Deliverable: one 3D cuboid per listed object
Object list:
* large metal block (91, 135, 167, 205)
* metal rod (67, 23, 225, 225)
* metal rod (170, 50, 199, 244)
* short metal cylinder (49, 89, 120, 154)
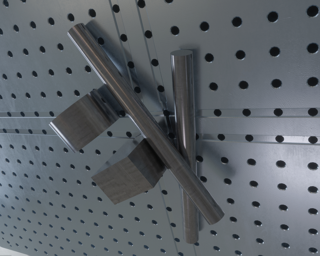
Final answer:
[{"bbox_3d":[-0.033,0.050,0.424,0.080,0.080,0.050,-31,101,38],"label":"large metal block"},{"bbox_3d":[-0.017,-0.004,0.394,0.025,0.025,0.299,-36,92,38],"label":"metal rod"},{"bbox_3d":[0.037,0.045,0.419,0.025,0.025,0.298,9,122,24],"label":"metal rod"},{"bbox_3d":[-0.102,-0.010,0.423,0.080,0.080,0.050,-31,101,38],"label":"short metal cylinder"}]
